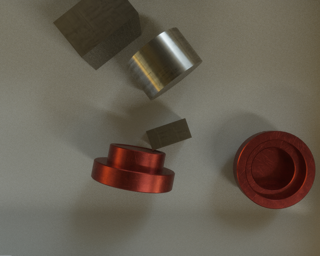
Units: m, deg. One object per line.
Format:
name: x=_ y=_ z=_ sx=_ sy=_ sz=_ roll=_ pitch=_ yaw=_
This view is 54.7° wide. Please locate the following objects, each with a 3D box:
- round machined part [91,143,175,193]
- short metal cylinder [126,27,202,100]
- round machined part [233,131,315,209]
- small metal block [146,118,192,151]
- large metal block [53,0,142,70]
round machined part: x=-0.030 y=0.045 z=0.375 sx=0.099 sy=0.098 sz=0.042 roll=10 pitch=90 yaw=-1
short metal cylinder: x=0.005 y=-0.078 z=0.384 sx=0.080 sy=0.080 sz=0.050 roll=-37 pitch=90 yaw=0
round machined part: x=0.144 y=0.052 z=0.405 sx=0.099 sy=0.042 sz=0.097 roll=0 pitch=90 yaw=-1
small metal block: x=0.011 y=0.008 z=0.399 sx=0.050 sy=0.050 sz=0.025 roll=-19 pitch=90 yaw=0
large metal block: x=-0.071 y=-0.123 z=0.383 sx=0.080 sy=0.080 sz=0.050 roll=-39 pitch=90 yaw=0
